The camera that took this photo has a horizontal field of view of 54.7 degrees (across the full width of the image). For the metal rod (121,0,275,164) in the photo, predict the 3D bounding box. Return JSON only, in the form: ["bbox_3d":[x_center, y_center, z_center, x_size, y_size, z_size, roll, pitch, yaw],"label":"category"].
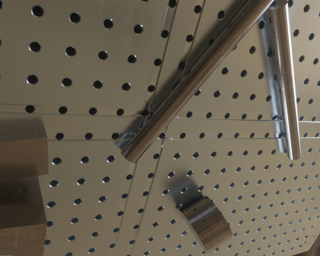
[{"bbox_3d":[0.054,-0.074,0.396,0.299,0.025,0.025,-50,129,6],"label":"metal rod"}]

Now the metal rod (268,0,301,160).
[{"bbox_3d":[0.202,-0.054,0.490,0.025,0.025,0.299,-32,129,-8],"label":"metal rod"}]

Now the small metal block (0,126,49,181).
[{"bbox_3d":[-0.153,0.028,0.346,0.050,0.025,0.050,-6,121,-26],"label":"small metal block"}]

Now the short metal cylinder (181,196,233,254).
[{"bbox_3d":[0.078,0.161,0.521,0.050,0.080,0.080,-31,129,-9],"label":"short metal cylinder"}]

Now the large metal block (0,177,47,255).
[{"bbox_3d":[-0.175,0.101,0.343,0.081,0.080,0.050,1,118,-29],"label":"large metal block"}]
